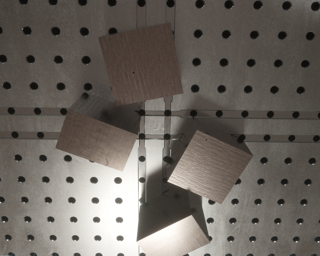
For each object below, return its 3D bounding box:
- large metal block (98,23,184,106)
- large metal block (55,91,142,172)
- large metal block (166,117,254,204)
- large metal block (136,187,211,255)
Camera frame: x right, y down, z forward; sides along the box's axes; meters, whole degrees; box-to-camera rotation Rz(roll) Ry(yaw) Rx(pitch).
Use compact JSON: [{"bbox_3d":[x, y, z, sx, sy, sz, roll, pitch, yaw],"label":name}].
[{"bbox_3d":[-0.020,-0.078,0.371,0.080,0.050,0.079,-11,110,3],"label":"large metal block"},{"bbox_3d":[-0.071,0.001,0.384,0.080,0.080,0.050,21,109,-8],"label":"large metal block"},{"bbox_3d":[0.063,0.043,0.417,0.080,0.050,0.080,25,108,-9],"label":"large metal block"},{"bbox_3d":[0.017,0.132,0.433,0.080,0.080,0.050,-29,108,10],"label":"large metal block"}]
